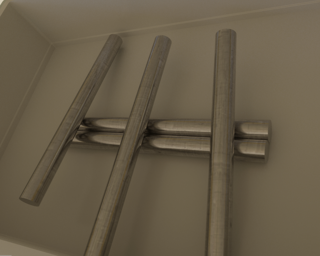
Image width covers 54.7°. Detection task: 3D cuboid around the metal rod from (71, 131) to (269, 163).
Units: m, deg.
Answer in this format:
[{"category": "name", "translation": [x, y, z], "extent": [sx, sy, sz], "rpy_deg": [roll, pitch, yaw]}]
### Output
[{"category": "metal rod", "translation": [-0.018, 0.020, 0.400], "extent": [0.300, 0.025, 0.025], "rpy_deg": [2, 63, 28]}]

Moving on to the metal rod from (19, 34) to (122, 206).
[{"category": "metal rod", "translation": [-0.117, -0.031, 0.452], "extent": [0.025, 0.025, 0.300], "rpy_deg": [-1, 53, 27]}]

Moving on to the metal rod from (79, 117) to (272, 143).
[{"category": "metal rod", "translation": [-0.012, -0.001, 0.410], "extent": [0.300, 0.025, 0.025], "rpy_deg": [2, 63, 28]}]

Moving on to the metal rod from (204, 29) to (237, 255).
[{"category": "metal rod", "translation": [0.064, 0.028, 0.323], "extent": [0.025, 0.025, 0.299], "rpy_deg": [-4, 68, 26]}]

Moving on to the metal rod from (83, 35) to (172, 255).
[{"category": "metal rod", "translation": [-0.032, 0.007, 0.383], "extent": [0.025, 0.025, 0.300], "rpy_deg": [2, 62, 28]}]
